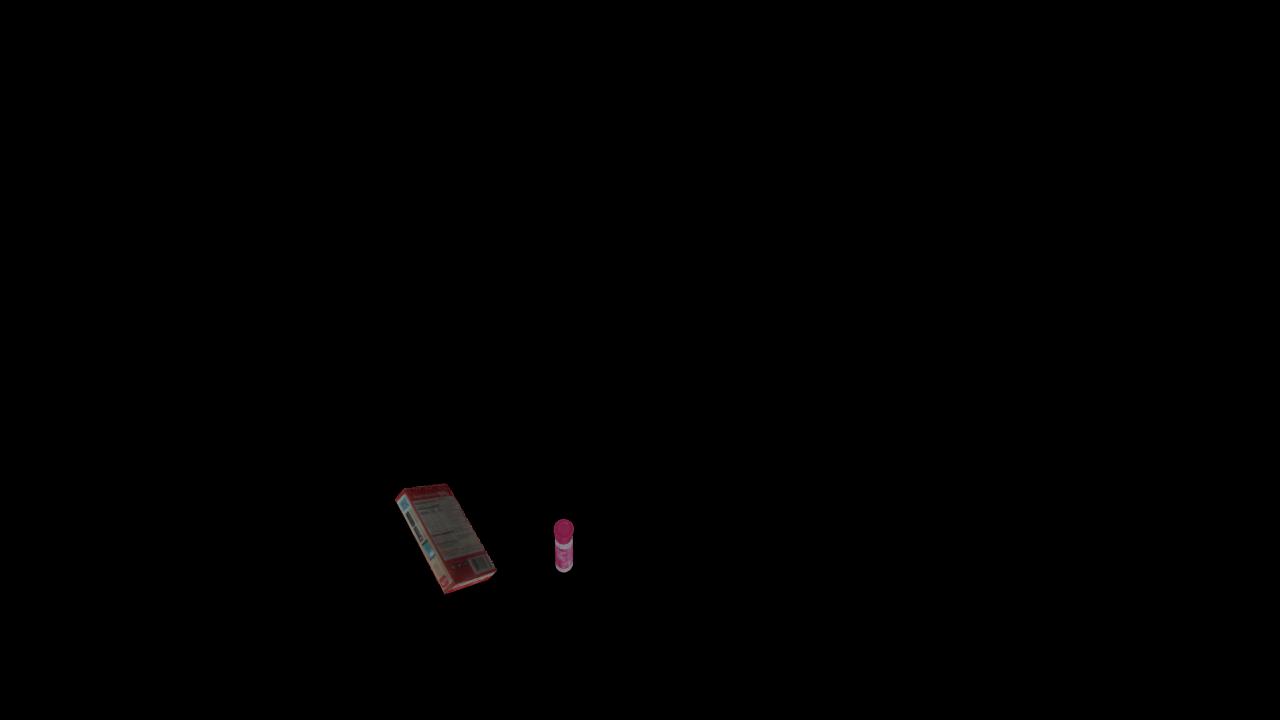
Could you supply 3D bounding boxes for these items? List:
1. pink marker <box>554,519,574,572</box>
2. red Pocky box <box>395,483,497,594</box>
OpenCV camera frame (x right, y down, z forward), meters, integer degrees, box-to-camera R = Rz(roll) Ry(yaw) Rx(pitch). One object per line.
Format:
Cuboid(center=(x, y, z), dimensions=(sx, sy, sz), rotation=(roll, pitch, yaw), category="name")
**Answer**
Cuboid(center=(-0.075, 0.185, 0.608), dimensions=(0.020, 0.020, 0.121), rotation=(0, -33, -7), category="pink marker")
Cuboid(center=(-0.268, 0.242, 0.849), dimensions=(0.028, 0.155, 0.083), rotation=(-46, -24, 18), category="red Pocky box")
